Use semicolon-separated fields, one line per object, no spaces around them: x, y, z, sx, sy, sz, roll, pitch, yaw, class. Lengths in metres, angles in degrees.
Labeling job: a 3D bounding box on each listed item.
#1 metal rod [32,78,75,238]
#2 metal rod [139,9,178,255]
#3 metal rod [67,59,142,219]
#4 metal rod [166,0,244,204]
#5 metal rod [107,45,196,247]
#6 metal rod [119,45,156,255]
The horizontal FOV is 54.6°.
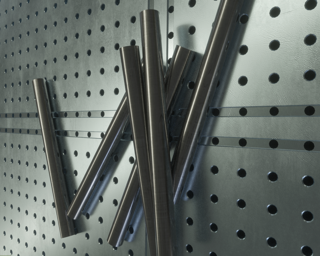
-0.199;0.049;0.575;0.025;0.025;0.299;-25;75;37;metal rod
-0.002;0.006;0.377;0.025;0.025;0.299;-7;86;40;metal rod
-0.080;0.028;0.476;0.025;0.025;0.298;44;116;31;metal rod
0.053;-0.048;0.366;0.025;0.025;0.298;26;106;37;metal rod
-0.018;0.036;0.425;0.025;0.025;0.298;32;110;35;metal rod
-0.017;0.047;0.397;0.025;0.025;0.298;-4;96;40;metal rod
